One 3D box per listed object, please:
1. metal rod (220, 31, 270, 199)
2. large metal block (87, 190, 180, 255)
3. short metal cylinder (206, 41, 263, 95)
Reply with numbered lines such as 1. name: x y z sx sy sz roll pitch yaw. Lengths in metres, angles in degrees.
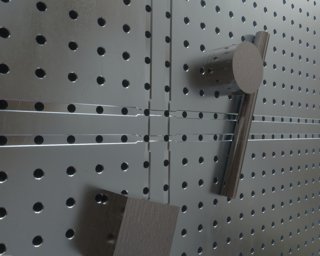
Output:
1. metal rod: 0.148 -0.029 0.532 0.025 0.025 0.299 25 74 -37
2. large metal block: -0.030 0.123 0.368 0.080 0.050 0.080 22 76 -38
3. short metal cylinder: 0.120 -0.093 0.493 0.081 0.050 0.080 0 90 -40
